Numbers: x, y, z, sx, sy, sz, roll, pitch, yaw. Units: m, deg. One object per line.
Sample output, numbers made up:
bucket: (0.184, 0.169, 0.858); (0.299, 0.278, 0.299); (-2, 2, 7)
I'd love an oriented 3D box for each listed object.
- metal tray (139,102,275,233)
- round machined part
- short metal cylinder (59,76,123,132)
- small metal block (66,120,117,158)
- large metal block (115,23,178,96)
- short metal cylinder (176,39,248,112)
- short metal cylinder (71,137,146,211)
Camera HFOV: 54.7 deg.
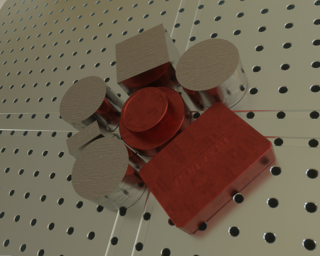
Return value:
metal tray: (0.050, 0.041, 0.352); (0.130, 0.030, 0.090); (-42, 51, -1)
round machined part: (-0.013, -0.016, 0.413); (0.098, 0.042, 0.098); (-13, 56, 21)
short metal cylinder: (-0.101, -0.030, 0.463); (0.080, 0.050, 0.080); (-13, 56, 21)
small metal block: (-0.090, 0.023, 0.424); (0.050, 0.050, 0.025); (-33, 52, 7)
large metal block: (-0.017, -0.096, 0.461); (0.080, 0.050, 0.080); (-19, 54, 17)
short metal cylinder: (0.067, -0.067, 0.397); (0.080, 0.050, 0.080); (-13, 56, 21)
short metal cylinder: (-0.062, 0.058, 0.389); (0.080, 0.050, 0.080); (-13, 56, 21)
